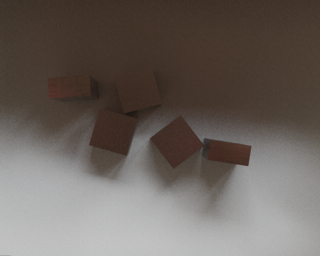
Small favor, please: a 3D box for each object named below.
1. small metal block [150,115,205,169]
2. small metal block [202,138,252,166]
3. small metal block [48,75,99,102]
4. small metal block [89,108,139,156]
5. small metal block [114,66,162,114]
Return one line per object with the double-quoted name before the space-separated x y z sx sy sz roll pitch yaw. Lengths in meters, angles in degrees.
"small metal block" 0.022 0.018 0.412 0.050 0.025 0.050 -37 90 0
"small metal block" 0.084 0.030 0.400 0.050 0.050 0.025 9 90 -1
"small metal block" -0.109 -0.050 0.397 0.050 0.050 0.025 -4 90 -1
"small metal block" -0.060 0.005 0.411 0.050 0.025 0.050 16 90 -1
"small metal block" -0.029 -0.049 0.411 0.050 0.025 0.050 -15 90 -1
